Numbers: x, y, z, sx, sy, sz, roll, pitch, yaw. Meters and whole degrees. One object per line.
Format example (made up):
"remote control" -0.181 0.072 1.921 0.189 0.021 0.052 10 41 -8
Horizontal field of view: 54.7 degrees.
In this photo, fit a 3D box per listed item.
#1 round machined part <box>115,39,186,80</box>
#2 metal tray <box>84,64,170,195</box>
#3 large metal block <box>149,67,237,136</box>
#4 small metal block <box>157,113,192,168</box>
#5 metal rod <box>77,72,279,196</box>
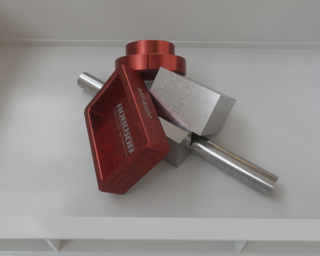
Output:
"round machined part" -0.013 -0.094 0.432 0.099 0.098 0.042 -1 91 -2
"metal tray" -0.045 0.000 0.363 0.030 0.090 0.130 19 37 -40
"large metal block" 0.040 -0.032 0.389 0.080 0.050 0.080 30 13 22
"small metal block" 0.009 0.014 0.375 0.050 0.050 0.025 31 57 23
"metal rod" 0.007 -0.003 0.405 0.300 0.025 0.025 30 56 22
